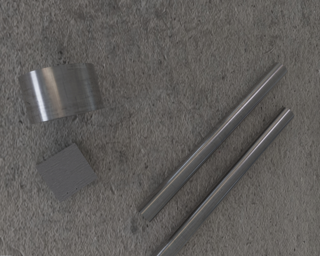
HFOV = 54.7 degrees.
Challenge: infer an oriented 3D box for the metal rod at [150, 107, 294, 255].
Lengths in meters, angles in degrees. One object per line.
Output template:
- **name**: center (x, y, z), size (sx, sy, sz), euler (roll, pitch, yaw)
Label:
- **metal rod**: center (0.095, 0.079, 0.444), size (0.301, 0.025, 0.025), euler (-45, 104, -15)

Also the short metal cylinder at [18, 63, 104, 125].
- **short metal cylinder**: center (-0.107, -0.037, 0.341), size (0.081, 0.080, 0.050), euler (-15, 95, -20)

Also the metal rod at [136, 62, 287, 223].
- **metal rod**: center (0.081, 0.011, 0.439), size (0.301, 0.025, 0.025), euler (-45, 104, -15)

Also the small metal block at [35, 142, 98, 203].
- **small metal block**: center (-0.111, 0.051, 0.368), size (0.050, 0.025, 0.050), euler (-34, 101, -17)
